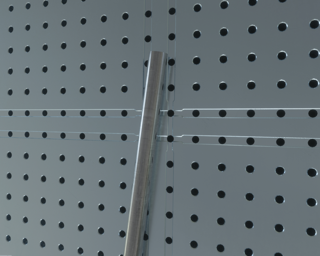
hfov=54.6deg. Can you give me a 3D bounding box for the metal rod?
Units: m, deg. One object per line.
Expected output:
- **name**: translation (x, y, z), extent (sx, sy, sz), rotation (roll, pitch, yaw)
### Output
- **metal rod**: translation (-0.021, 0.048, 0.420), extent (0.025, 0.025, 0.298), rotation (8, 93, 20)
